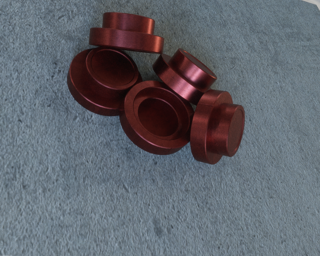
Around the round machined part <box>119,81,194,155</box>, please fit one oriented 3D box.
[{"bbox_3d":[-0.006,-0.009,0.398,0.099,0.042,0.098,14,56,-21],"label":"round machined part"}]

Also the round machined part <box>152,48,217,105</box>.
[{"bbox_3d":[0.041,-0.075,0.436,0.098,0.042,0.098,33,21,-14],"label":"round machined part"}]

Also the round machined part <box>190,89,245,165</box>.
[{"bbox_3d":[0.080,0.000,0.404,0.042,0.097,0.098,12,44,29],"label":"round machined part"}]

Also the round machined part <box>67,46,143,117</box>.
[{"bbox_3d":[-0.067,-0.067,0.402,0.099,0.042,0.098,14,56,-21],"label":"round machined part"}]

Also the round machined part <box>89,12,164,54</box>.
[{"bbox_3d":[-0.043,-0.126,0.412,0.099,0.098,0.042,1,103,-28],"label":"round machined part"}]
